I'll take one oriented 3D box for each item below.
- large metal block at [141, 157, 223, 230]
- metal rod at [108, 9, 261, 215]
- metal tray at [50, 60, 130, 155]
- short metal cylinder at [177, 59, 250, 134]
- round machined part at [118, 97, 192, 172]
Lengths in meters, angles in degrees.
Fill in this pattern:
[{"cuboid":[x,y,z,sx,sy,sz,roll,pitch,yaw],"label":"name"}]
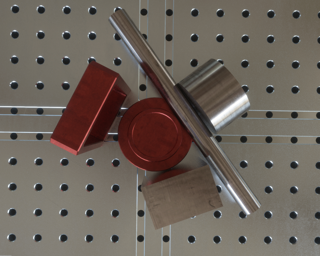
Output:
[{"cuboid":[0.024,0.077,0.386,0.080,0.080,0.050,-19,90,0],"label":"large metal block"},{"cuboid":[0.032,-0.020,0.393,0.025,0.025,0.299,-35,90,0],"label":"metal rod"},{"cuboid":[-0.073,-0.020,0.360,0.030,0.130,0.090,27,90,0],"label":"metal tray"},{"cuboid":[0.066,-0.039,0.386,0.050,0.080,0.080,-37,90,0],"label":"short metal cylinder"},{"cuboid":[-0.006,0.009,0.404,0.099,0.042,0.097,0,90,-1],"label":"round machined part"}]
